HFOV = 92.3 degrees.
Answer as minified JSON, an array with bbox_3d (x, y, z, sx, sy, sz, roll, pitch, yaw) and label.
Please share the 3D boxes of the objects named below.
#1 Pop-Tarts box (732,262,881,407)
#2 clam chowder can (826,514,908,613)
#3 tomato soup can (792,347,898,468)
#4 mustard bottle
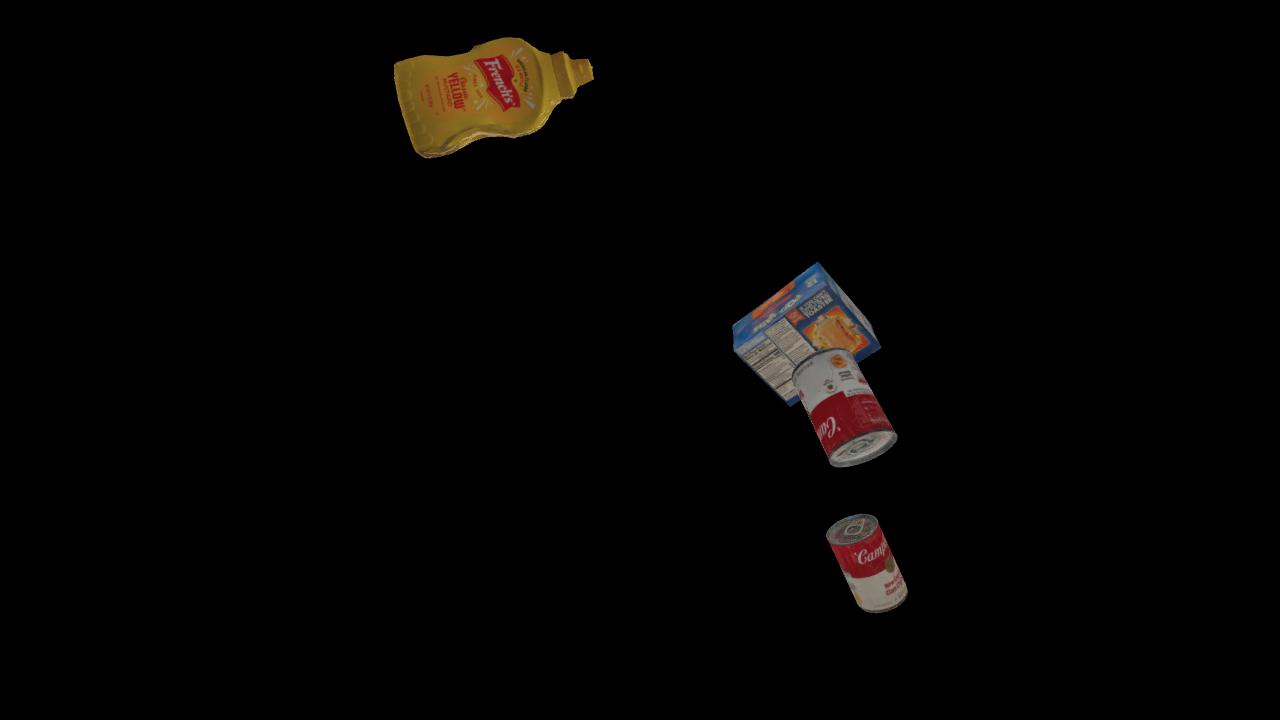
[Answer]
[{"bbox_3d":[0.249,-0.037,0.938,0.167,0.141,0.083,-39,22,24],"label":"Pop-Tarts box"},{"bbox_3d":[0.289,0.258,0.783,0.068,0.102,0.068,-25,6,3],"label":"clam chowder can"},{"bbox_3d":[0.198,0.045,0.607,0.068,0.101,0.068,-11,-35,-8],"label":"tomato soup can"},{"bbox_3d":[-0.134,-0.259,0.592,0.184,0.092,0.054,-13,-2,0],"label":"mustard bottle"}]
